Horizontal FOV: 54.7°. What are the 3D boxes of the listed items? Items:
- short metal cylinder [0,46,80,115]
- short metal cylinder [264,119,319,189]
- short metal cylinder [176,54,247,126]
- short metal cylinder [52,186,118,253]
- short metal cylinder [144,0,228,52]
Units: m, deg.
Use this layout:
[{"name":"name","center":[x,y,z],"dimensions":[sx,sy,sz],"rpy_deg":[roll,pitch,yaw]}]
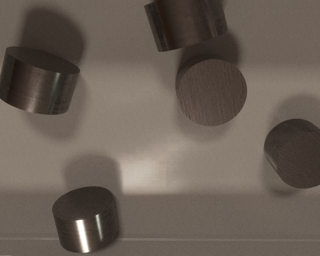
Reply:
[{"name":"short metal cylinder","center":[-0.140,-0.056,0.360],"dimensions":[0.080,0.080,0.050],"rpy_deg":[20,109,-8]},{"name":"short metal cylinder","center":[0.187,0.033,0.413],"dimensions":[0.081,0.050,0.079],"rpy_deg":[0,110,-1]},{"name":"short metal cylinder","center":[0.060,-0.048,0.381],"dimensions":[0.081,0.050,0.079],"rpy_deg":[0,110,-1]},{"name":"short metal cylinder","center":[-0.101,0.123,0.426],"dimensions":[0.080,0.080,0.050],"rpy_deg":[-5,110,1]},{"name":"short metal cylinder","center":[0.029,-0.120,0.338],"dimensions":[0.080,0.080,0.050],"rpy_deg":[-16,110,5]}]
